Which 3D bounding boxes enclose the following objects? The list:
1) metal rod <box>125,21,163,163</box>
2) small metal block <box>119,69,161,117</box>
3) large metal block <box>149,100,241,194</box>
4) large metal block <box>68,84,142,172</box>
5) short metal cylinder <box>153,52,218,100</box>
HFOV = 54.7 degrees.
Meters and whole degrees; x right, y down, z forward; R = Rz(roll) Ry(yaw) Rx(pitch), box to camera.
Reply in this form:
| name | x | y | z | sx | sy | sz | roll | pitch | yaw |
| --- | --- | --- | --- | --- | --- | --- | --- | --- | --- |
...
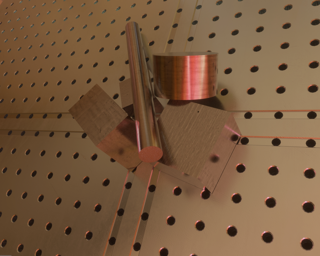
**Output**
| name | x | y | z | sx | sy | sz | roll | pitch | yaw |
| --- | --- | --- | --- | --- | --- | --- | --- | --- | --- |
| metal rod | -0.029 | -0.073 | 0.428 | 0.025 | 0.025 | 0.300 | -25 | 41 | 13 |
| small metal block | -0.030 | -0.051 | 0.454 | 0.050 | 0.025 | 0.050 | -22 | 54 | 14 |
| large metal block | 0.036 | 0.018 | 0.361 | 0.080 | 0.050 | 0.080 | 19 | 72 | 35 |
| large metal block | -0.060 | 0.000 | 0.402 | 0.050 | 0.080 | 0.080 | -45 | 51 | -3 |
| short metal cylinder | 0.032 | -0.068 | 0.388 | 0.080 | 0.081 | 0.050 | 9 | 110 | 32 |
